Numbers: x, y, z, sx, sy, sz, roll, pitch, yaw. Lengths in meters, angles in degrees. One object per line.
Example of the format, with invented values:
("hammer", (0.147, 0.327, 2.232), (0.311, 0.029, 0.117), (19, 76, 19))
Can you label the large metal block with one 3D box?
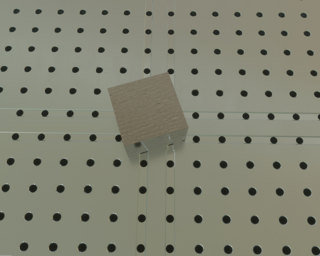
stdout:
("large metal block", (-0.016, -0.017, 0.405), (0.080, 0.050, 0.080), (-16, 71, -6))
